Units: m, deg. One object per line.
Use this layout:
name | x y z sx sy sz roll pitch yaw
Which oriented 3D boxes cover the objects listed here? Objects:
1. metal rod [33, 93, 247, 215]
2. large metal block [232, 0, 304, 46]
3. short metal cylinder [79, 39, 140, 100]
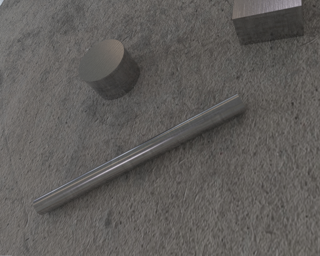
metal rod | -0.033 0.038 0.397 0.300 0.025 0.025 -28 52 10
large metal block | 0.145 -0.163 0.412 0.080 0.050 0.080 -3 60 26
short metal cylinder | -0.079 -0.091 0.485 0.080 0.050 0.080 -13 56 21
